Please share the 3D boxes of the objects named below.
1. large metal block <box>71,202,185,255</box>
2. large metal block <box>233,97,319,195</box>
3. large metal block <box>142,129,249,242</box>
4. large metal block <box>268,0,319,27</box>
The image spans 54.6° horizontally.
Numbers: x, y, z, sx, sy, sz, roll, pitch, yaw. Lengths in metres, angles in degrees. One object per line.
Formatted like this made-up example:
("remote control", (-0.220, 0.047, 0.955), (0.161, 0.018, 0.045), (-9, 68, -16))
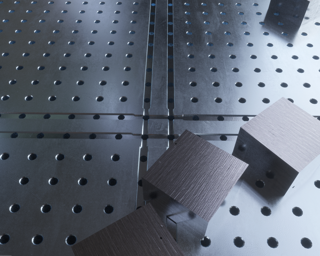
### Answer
("large metal block", (-0.022, 0.130, 0.283), (0.080, 0.050, 0.080), (-26, 55, -20))
("large metal block", (0.150, 0.019, 0.376), (0.080, 0.050, 0.080), (-32, 57, -24))
("large metal block", (0.038, 0.060, 0.341), (0.080, 0.050, 0.080), (30, 56, 23))
("large metal block", (0.276, -0.251, 0.604), (0.080, 0.050, 0.080), (-28, 56, -22))
